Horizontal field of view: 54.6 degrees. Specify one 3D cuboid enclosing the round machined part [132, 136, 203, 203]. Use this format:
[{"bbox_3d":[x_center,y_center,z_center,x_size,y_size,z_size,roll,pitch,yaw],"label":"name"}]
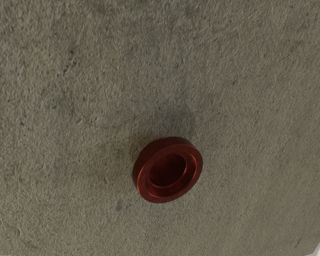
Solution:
[{"bbox_3d":[0.007,0.053,0.432,0.099,0.042,0.097,-14,124,-21],"label":"round machined part"}]
